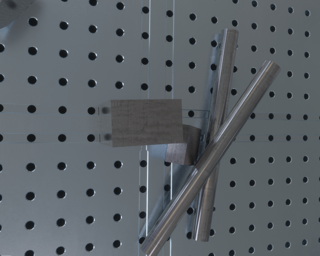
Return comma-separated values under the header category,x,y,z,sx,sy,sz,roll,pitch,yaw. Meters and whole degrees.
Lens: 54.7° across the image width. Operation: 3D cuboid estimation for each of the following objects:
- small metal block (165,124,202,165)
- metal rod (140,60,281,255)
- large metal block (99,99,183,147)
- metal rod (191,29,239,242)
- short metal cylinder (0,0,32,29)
category,x,y,z,sx,sy,sz,roll,pitch,yaw
small metal block,0.032,0.022,0.410,0.050,0.025,0.050,16,83,-65
metal rod,0.068,0.039,0.413,0.025,0.025,0.299,35,88,-17
large metal block,-0.026,-0.006,0.374,0.081,0.080,0.050,-3,91,-20
metal rod,0.079,0.008,0.441,0.025,0.025,0.298,10,87,-20
short metal cylinder,-0.168,-0.150,0.321,0.050,0.080,0.080,40,77,-16
